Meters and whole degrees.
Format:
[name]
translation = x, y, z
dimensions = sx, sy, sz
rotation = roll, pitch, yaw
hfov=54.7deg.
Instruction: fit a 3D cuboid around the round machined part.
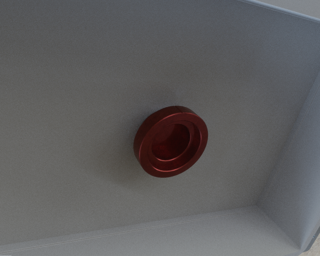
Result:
[round machined part]
translation = 0.011, 0.014, 0.409
dimensions = 0.099, 0.042, 0.097
rotation = -14, 125, -21
